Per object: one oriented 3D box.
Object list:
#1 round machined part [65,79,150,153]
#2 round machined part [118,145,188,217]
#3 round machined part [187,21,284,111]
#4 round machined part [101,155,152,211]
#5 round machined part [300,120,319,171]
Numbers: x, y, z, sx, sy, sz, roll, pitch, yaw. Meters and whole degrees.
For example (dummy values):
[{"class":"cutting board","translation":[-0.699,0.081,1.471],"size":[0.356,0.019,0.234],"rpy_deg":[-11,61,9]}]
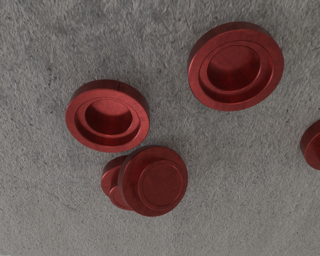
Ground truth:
[{"class":"round machined part","translation":[-0.061,-0.019,0.380],"size":[0.099,0.042,0.097],"rpy_deg":[0,130,0]},{"class":"round machined part","translation":[-0.004,0.073,0.423],"size":[0.099,0.042,0.097],"rpy_deg":[-1,93,-24]},{"class":"round machined part","translation":[0.079,-0.069,0.338],"size":[0.099,0.042,0.097],"rpy_deg":[0,130,0]},{"class":"round machined part","translation":[-0.041,0.090,0.472],"size":[0.099,0.042,0.097],"rpy_deg":[0,130,0]},{"class":"round machined part","translation":[0.249,0.028,0.422],"size":[0.099,0.042,0.097],"rpy_deg":[0,130,0]}]
